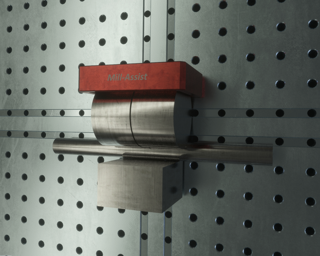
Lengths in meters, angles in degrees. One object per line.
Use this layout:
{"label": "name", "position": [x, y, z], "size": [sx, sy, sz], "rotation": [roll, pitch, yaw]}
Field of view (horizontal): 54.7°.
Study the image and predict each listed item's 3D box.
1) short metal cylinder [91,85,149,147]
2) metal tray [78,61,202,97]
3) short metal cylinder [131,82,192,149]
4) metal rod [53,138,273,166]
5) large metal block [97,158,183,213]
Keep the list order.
{"label": "short metal cylinder", "position": [-0.044, -0.016, 0.396], "size": [0.050, 0.080, 0.079], "rotation": [1, 90, 20]}
{"label": "metal tray", "position": [-0.021, -0.056, 0.381], "size": [0.130, 0.090, 0.030], "rotation": [1, 91, 20]}
{"label": "short metal cylinder", "position": [0.005, -0.016, 0.379], "size": [0.050, 0.080, 0.079], "rotation": [2, 91, 20]}
{"label": "metal rod", "position": [-0.010, 0.029, 0.412], "size": [0.301, 0.025, 0.025], "rotation": [1, 91, 19]}
{"label": "large metal block", "position": [-0.022, 0.067, 0.386], "size": [0.080, 0.080, 0.050], "rotation": [1, 91, 20]}
